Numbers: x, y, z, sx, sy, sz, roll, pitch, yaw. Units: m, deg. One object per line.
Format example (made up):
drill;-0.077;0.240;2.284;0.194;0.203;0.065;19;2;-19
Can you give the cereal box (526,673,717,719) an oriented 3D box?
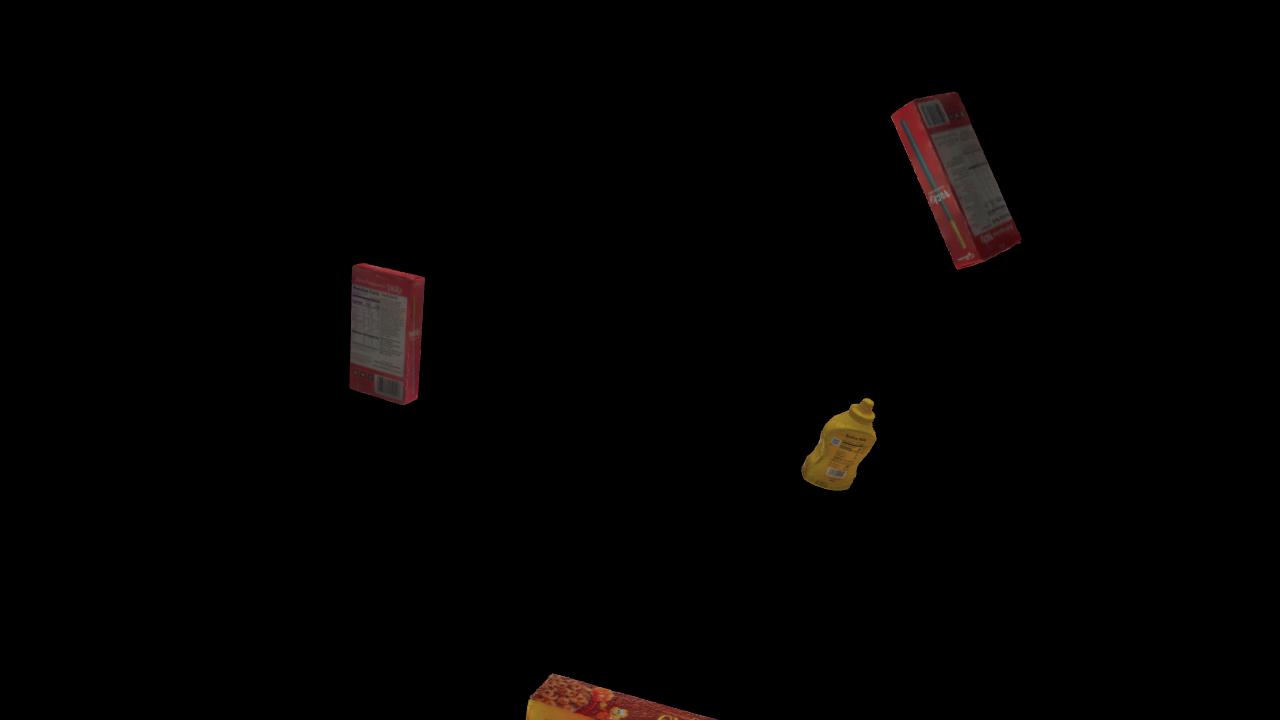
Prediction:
cereal box;0.013;0.502;0.691;0.306;0.203;0.081;8;1;17

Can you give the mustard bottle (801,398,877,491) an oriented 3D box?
mustard bottle;0.352;0.141;1.052;0.092;0.184;0.054;16;31;-1

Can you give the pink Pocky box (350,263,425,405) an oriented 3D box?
pink Pocky box;-0.300;-0.031;0.727;0.084;0.155;0.029;14;17;16

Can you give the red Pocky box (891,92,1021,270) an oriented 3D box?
red Pocky box;0.289;-0.165;0.561;0.083;0.155;0.028;-23;0;-34
